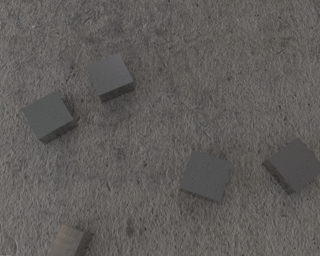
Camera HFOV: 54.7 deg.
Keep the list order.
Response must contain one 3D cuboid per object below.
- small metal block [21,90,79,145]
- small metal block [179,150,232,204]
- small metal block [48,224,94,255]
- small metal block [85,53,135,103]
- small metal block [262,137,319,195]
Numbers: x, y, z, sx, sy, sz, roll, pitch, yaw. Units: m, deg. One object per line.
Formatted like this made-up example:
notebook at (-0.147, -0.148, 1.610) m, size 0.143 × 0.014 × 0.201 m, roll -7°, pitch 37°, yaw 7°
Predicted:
small metal block at (-0.146, -0.014, 0.412) m, size 0.050 × 0.025 × 0.050 m, roll -31°, pitch 73°, yaw -11°
small metal block at (0.056, 0.061, 0.386) m, size 0.050 × 0.025 × 0.050 m, roll 18°, pitch 71°, yaw 6°
small metal block at (-0.101, 0.137, 0.344) m, size 0.025 × 0.050 × 0.050 m, roll 20°, pitch 71°, yaw 7°
small metal block at (-0.069, -0.070, 0.433) m, size 0.050 × 0.025 × 0.050 m, roll -24°, pitch 72°, yaw -9°
small metal block at (0.168, 0.048, 0.391) m, size 0.050 × 0.025 × 0.050 m, roll -33°, pitch 74°, yaw -11°
